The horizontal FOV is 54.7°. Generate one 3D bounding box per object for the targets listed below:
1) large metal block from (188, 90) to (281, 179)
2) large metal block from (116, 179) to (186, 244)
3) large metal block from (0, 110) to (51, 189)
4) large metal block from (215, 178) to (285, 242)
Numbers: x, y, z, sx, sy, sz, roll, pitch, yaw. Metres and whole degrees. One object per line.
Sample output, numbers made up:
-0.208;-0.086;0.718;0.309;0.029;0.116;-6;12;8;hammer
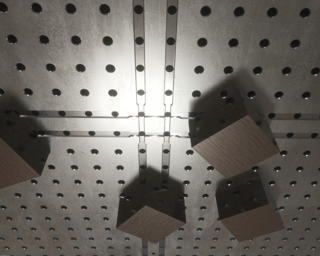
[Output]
0.096;0.011;0.407;0.080;0.050;0.080;-33;123;25;large metal block
-0.015;0.141;0.516;0.080;0.050;0.080;31;124;-24;large metal block
-0.213;0.033;0.420;0.080;0.050;0.080;-18;128;14;large metal block
0.149;0.139;0.516;0.080;0.050;0.080;-25;126;19;large metal block
